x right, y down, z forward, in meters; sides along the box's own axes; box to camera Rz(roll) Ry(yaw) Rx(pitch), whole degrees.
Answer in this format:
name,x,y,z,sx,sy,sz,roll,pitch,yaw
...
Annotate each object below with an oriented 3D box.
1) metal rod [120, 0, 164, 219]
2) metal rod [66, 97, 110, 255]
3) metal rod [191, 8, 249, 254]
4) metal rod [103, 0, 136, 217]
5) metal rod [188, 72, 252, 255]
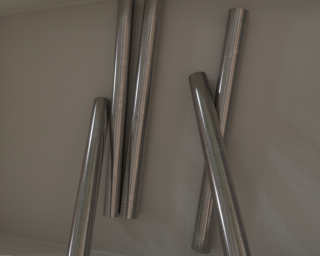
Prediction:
name,x,y,z,sx,sy,sz,roll,pitch,yaw
metal rod,-0.025,-0.027,0.419,0.025,0.025,0.298,8,93,20
metal rod,-0.087,0.092,0.366,0.025,0.025,0.299,-10,57,20
metal rod,0.074,0.006,0.384,0.025,0.025,0.298,10,93,20
metal rod,-0.056,-0.027,0.430,0.025,0.025,0.298,5,92,20
metal rod,0.065,0.065,0.321,0.025,0.025,0.299,-19,58,19
